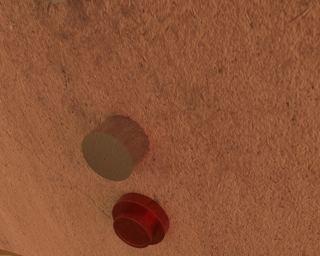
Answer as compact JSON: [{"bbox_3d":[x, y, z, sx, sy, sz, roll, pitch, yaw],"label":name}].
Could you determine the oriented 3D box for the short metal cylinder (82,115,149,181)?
[{"bbox_3d":[-0.062,0.028,0.439,0.080,0.050,0.079,13,124,20],"label":"short metal cylinder"}]

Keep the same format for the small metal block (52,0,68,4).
[{"bbox_3d":[-0.105,-0.174,0.352,0.050,0.025,0.050,0,118,28],"label":"small metal block"}]

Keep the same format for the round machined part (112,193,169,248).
[{"bbox_3d":[-0.038,0.159,0.512,0.098,0.042,0.097,13,124,20],"label":"round machined part"}]
